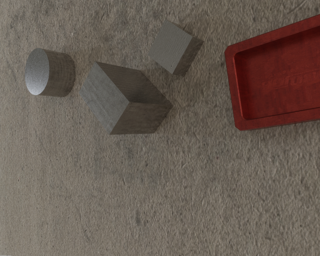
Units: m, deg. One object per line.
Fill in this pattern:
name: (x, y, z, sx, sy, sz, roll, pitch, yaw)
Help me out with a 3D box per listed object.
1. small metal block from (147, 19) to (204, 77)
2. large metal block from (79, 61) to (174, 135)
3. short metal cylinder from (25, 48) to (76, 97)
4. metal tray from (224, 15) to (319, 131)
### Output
small metal block: (0.019, -0.100, 0.388, 0.050, 0.025, 0.050, 44, 116, 31)
large metal block: (-0.044, -0.037, 0.403, 0.080, 0.081, 0.050, 49, 119, 28)
short metal cylinder: (-0.194, -0.096, 0.545, 0.080, 0.050, 0.079, 0, 90, 39)
metal tray: (0.131, -0.050, 0.292, 0.130, 0.030, 0.089, -11, 83, 39)
